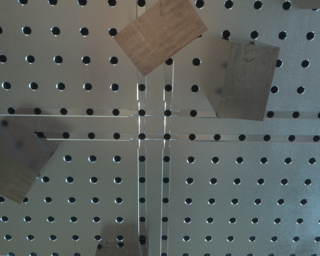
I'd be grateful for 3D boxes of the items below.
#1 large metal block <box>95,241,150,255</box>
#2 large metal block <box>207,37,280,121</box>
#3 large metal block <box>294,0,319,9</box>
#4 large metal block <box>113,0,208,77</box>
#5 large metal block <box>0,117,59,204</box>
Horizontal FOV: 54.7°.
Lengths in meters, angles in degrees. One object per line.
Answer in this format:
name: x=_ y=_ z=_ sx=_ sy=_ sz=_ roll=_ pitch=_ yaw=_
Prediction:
large metal block: x=-0.056 y=0.227 z=0.483 sx=0.081 sy=0.050 sz=0.079 roll=-3 pitch=110 yaw=0
large metal block: x=0.092 y=-0.061 z=0.363 sx=0.050 sy=0.080 sz=0.079 roll=6 pitch=110 yaw=-3
large metal block: x=0.167 y=-0.188 z=0.333 sx=0.080 sy=0.050 sz=0.080 roll=36 pitch=106 yaw=-13
large metal block: x=0.000 y=-0.108 z=0.344 sx=0.080 sy=0.080 sz=0.050 roll=-35 pitch=107 yaw=11
large metal block: x=-0.189 y=0.038 z=0.396 sx=0.080 sy=0.080 sz=0.050 roll=31 pitch=107 yaw=-11
